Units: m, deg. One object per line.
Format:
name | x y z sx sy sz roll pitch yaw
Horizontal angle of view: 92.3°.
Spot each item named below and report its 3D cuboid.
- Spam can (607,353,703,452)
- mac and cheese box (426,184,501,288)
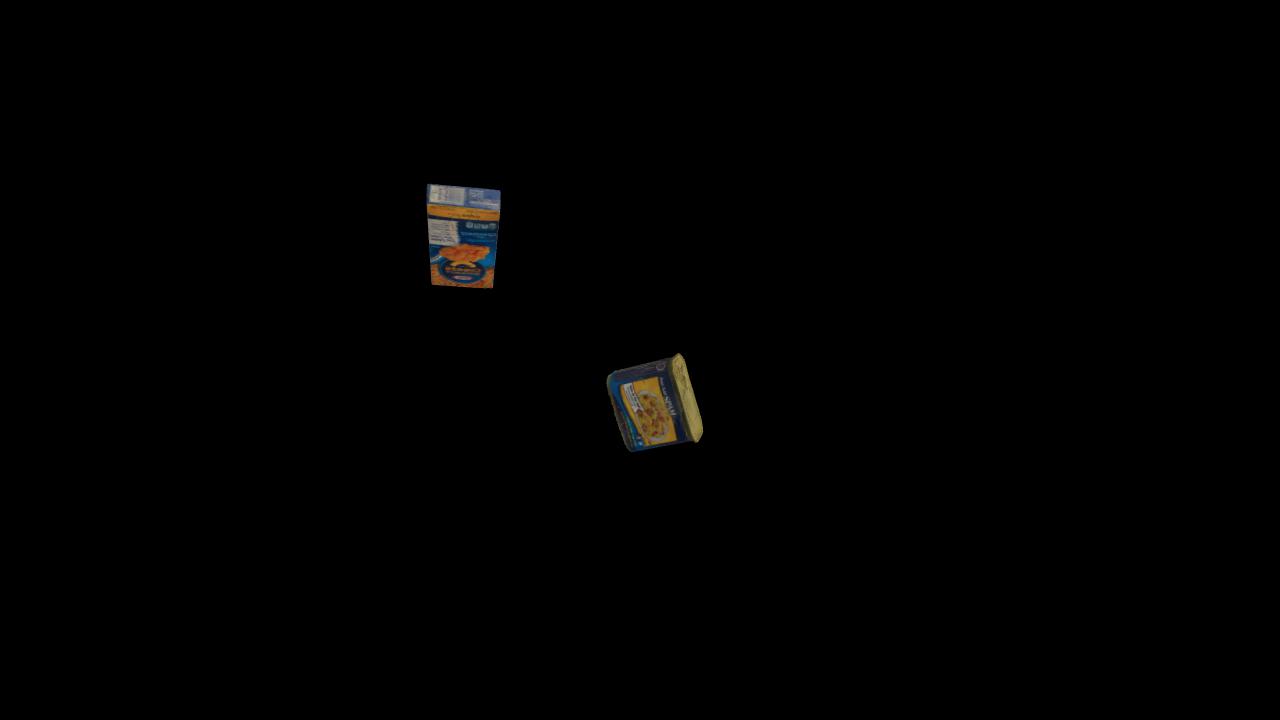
Spam can | 0.017 0.052 0.717 0.085 0.101 0.058 -14 8 19
mac and cheese box | -0.246 -0.166 0.857 0.093 0.041 0.184 0 -27 -16
